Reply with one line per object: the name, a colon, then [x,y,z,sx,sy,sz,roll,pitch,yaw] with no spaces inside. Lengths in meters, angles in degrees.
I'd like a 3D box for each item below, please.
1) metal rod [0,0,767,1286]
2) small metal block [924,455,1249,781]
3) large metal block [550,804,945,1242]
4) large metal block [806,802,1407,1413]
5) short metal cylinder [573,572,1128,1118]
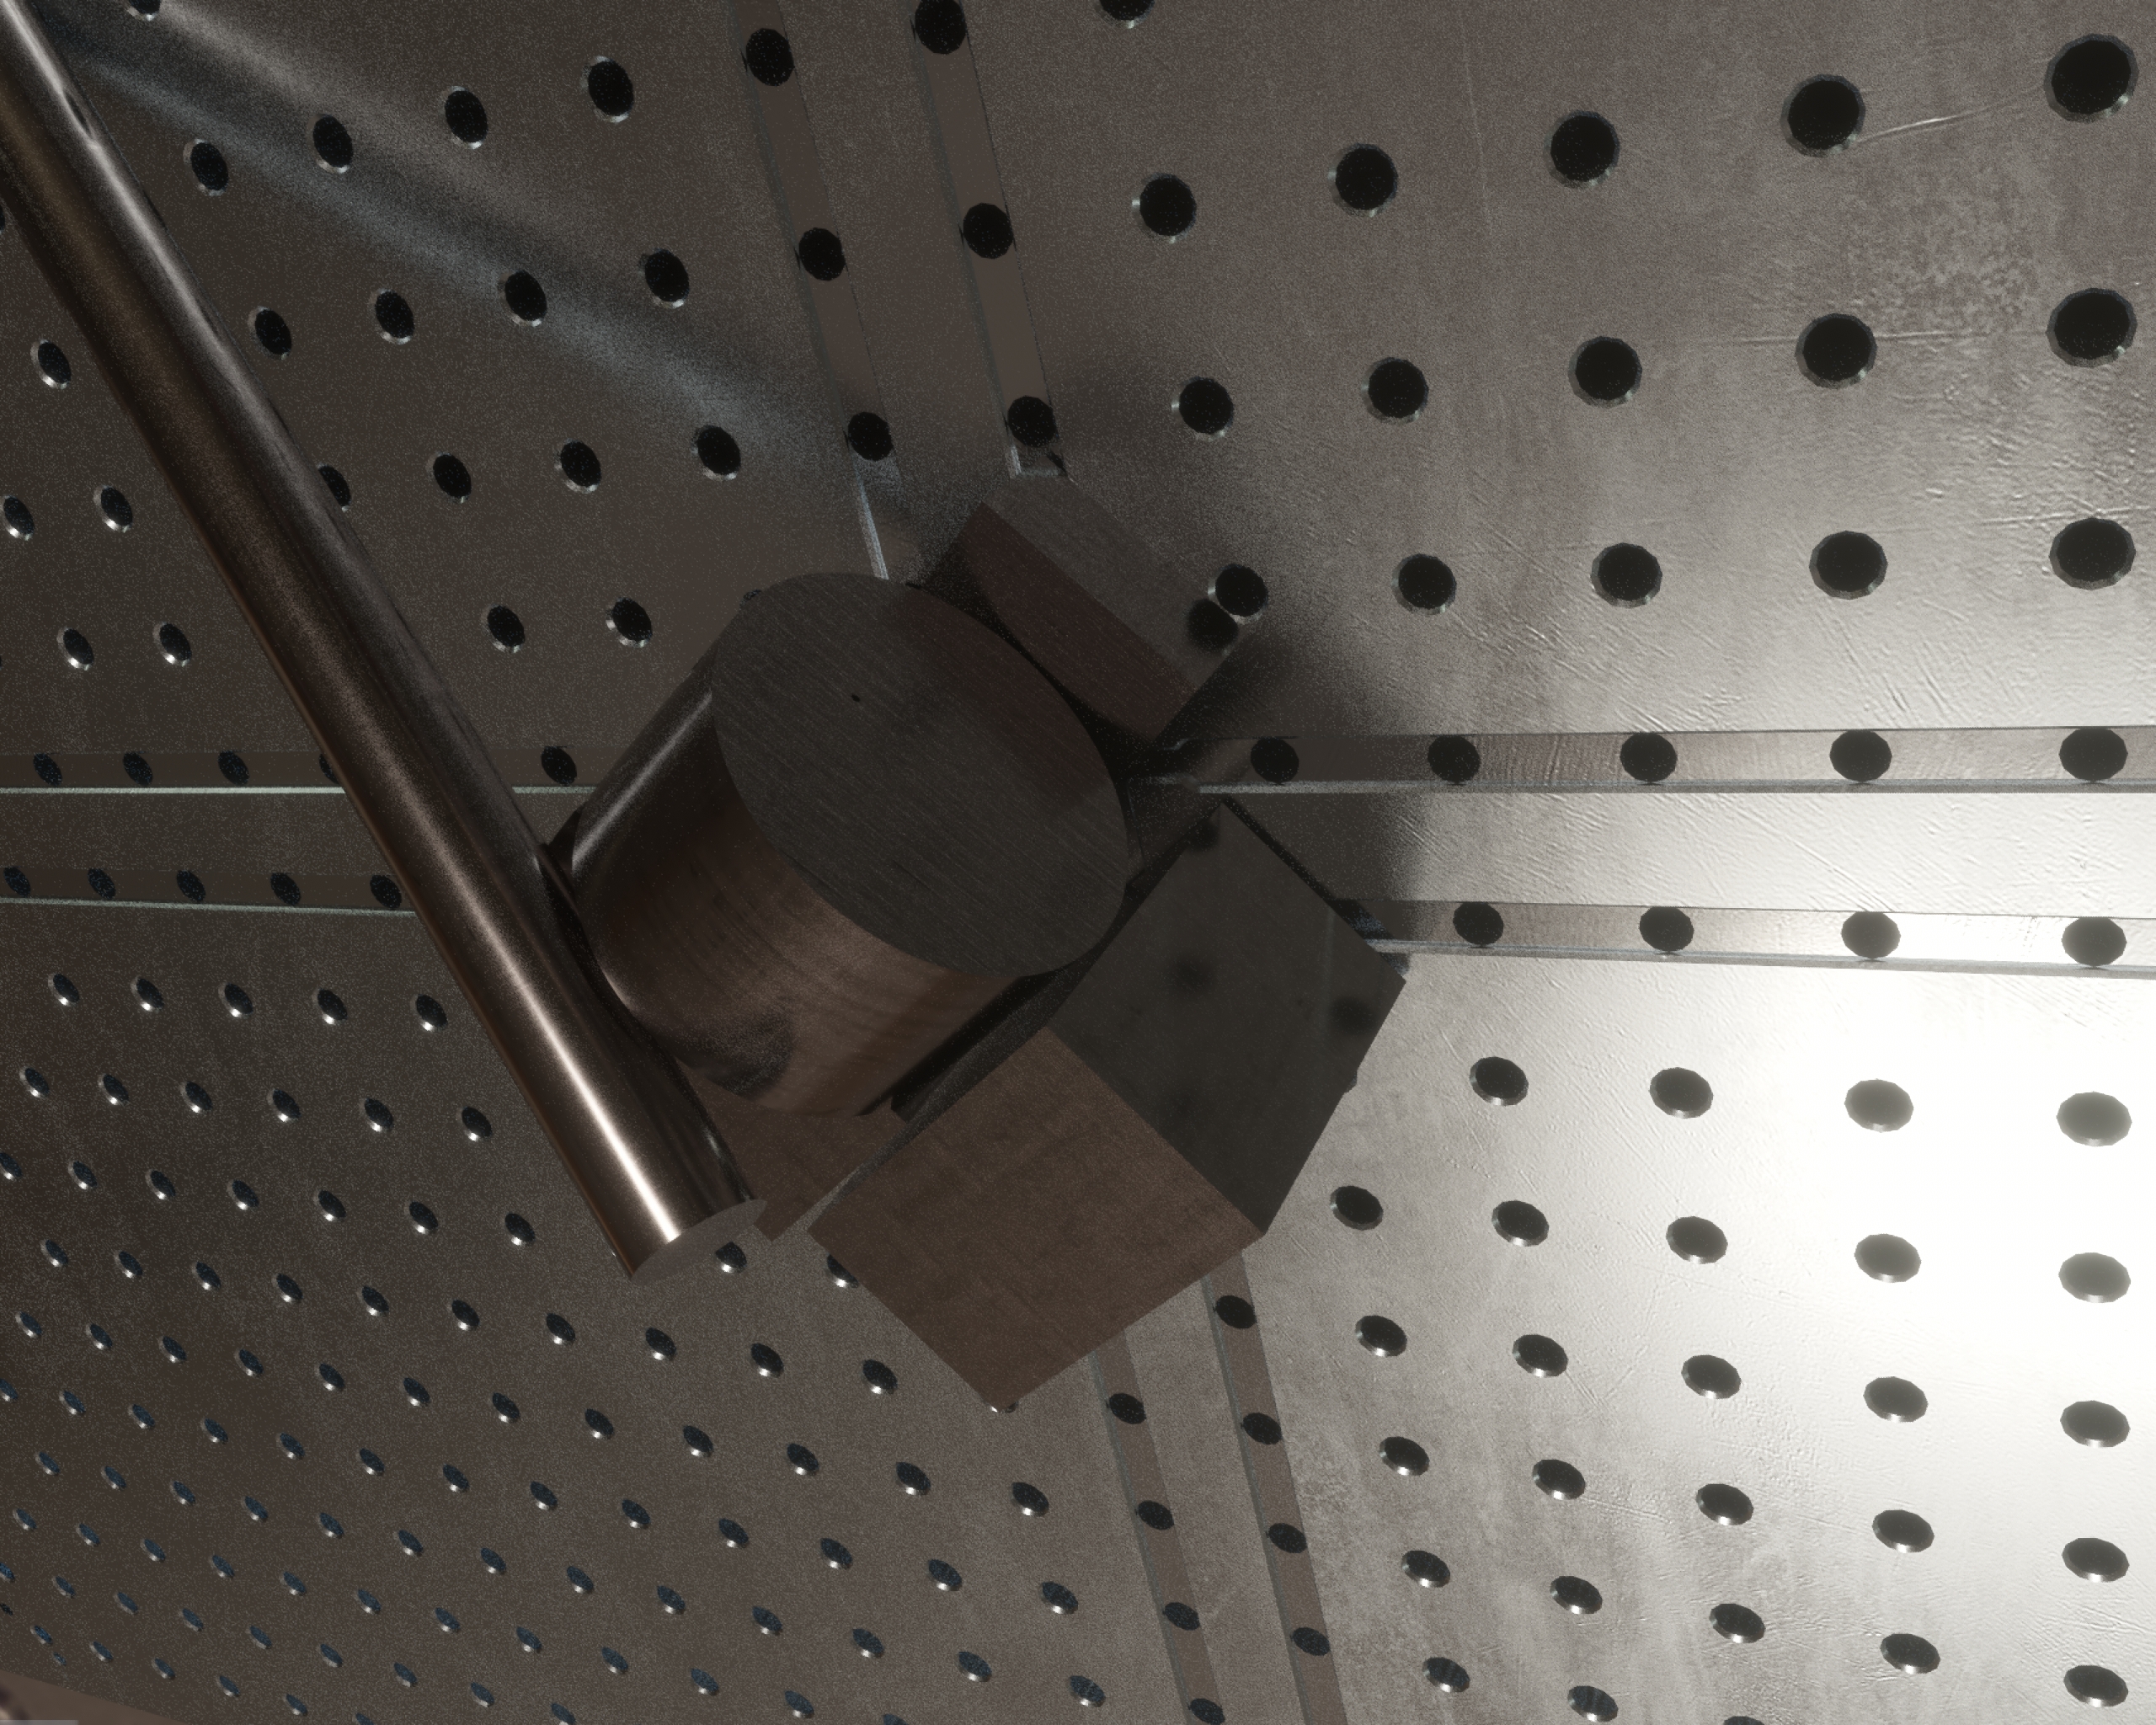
metal rod: [-0.145,-0.056,0.383,0.299,0.025,0.025,55,131,16]
small metal block: [-0.005,-0.038,0.390,0.050,0.025,0.050,41,129,-1]
large metal block: [-0.056,0.013,0.413,0.080,0.080,0.050,44,129,-3]
large metal block: [0.007,0.046,0.397,0.050,0.080,0.080,44,129,-3]
short metal cylinder: [-0.039,-0.003,0.360,0.080,0.080,0.050,45,129,-4]
